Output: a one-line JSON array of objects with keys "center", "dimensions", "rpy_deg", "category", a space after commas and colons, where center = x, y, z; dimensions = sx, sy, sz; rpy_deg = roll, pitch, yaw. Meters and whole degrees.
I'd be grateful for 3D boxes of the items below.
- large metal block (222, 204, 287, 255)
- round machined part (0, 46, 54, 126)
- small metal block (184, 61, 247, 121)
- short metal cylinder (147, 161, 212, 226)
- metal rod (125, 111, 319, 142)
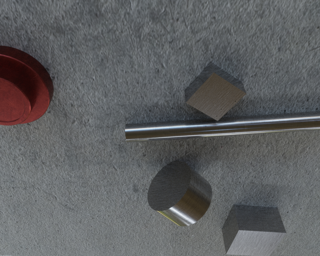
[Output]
[{"center": [0.163, 0.183, 0.549], "dimensions": [0.081, 0.050, 0.079], "rpy_deg": [5, 130, -5], "category": "large metal block"}, {"center": [-0.179, -0.041, 0.358], "dimensions": [0.099, 0.042, 0.097], "rpy_deg": [-1, 130, 0], "category": "round machined part"}, {"center": [0.065, -0.043, 0.372], "dimensions": [0.050, 0.025, 0.050], "rpy_deg": [28, 125, -22], "category": "small metal block"}, {"center": [0.028, 0.095, 0.453], "dimensions": [0.080, 0.080, 0.050], "rpy_deg": [-33, 123, 24], "category": "short metal cylinder"}, {"center": [0.106, -0.003, 0.406], "dimensions": [0.302, 0.025, 0.025], "rpy_deg": [-4, 130, 2], "category": "metal rod"}]
